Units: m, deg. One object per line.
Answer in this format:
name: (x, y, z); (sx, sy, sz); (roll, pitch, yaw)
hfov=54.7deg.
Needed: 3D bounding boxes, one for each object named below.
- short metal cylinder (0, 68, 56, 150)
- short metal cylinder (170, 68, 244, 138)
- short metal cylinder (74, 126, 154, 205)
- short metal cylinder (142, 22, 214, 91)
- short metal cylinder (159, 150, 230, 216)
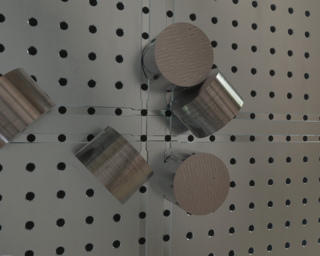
short metal cylinder: (-0.158, -0.018, 0.325); (0.080, 0.080, 0.050); (-44, 104, -15)
short metal cylinder: (0.061, -0.032, 0.406); (0.080, 0.080, 0.050); (-47, 105, -14)
short metal cylinder: (-0.053, 0.044, 0.364); (0.050, 0.080, 0.080); (-44, 104, -15)
short metal cylinder: (0.023, -0.091, 0.407); (0.081, 0.050, 0.079); (0, 90, -20)
short metal cylinder: (0.046, 0.071, 0.416); (0.081, 0.050, 0.079); (0, 90, -20)
